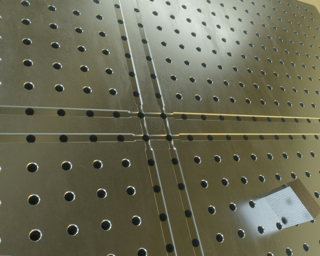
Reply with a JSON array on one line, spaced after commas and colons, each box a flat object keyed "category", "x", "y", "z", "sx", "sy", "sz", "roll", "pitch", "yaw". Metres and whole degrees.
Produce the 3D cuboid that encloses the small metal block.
[{"category": "small metal block", "x": 0.183, "y": 0.105, "z": 0.430, "sx": 0.025, "sy": 0.050, "sz": 0.050, "roll": -25, "pitch": 76, "yaw": -37}]
